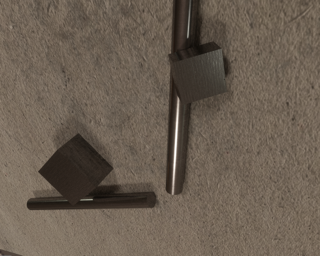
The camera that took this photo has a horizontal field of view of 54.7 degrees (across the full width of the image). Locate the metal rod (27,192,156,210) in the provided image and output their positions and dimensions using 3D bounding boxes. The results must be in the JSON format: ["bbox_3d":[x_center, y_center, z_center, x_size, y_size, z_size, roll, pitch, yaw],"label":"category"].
[{"bbox_3d":[-0.138,0.134,0.560,0.300,0.025,0.025,-10,113,32],"label":"metal rod"}]

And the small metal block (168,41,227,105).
[{"bbox_3d":[0.040,-0.058,0.329,0.050,0.025,0.050,-17,124,-2],"label":"small metal block"}]

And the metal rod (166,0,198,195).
[{"bbox_3d":[0.024,-0.038,0.369,0.025,0.025,0.298,14,124,20],"label":"metal rod"}]

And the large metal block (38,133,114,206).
[{"bbox_3d":[-0.137,0.068,0.503,0.080,0.050,0.080,46,129,-5],"label":"large metal block"}]
